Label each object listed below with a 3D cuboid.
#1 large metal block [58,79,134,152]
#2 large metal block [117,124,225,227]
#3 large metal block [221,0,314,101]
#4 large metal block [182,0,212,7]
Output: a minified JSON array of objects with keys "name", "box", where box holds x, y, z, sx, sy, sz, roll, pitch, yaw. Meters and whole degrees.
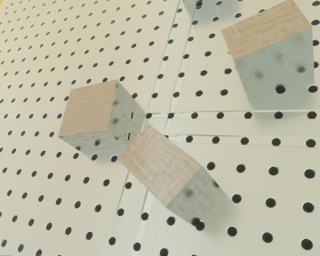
[{"name":"large metal block","box":[-0.090,-0.016,0.448,0.080,0.050,0.080,-8,58,23]},{"name":"large metal block","box":[0.013,0.052,0.333,0.050,0.080,0.080,-48,52,-5]},{"name":"large metal block","box":[0.126,-0.087,0.360,0.080,0.080,0.050,-22,54,15]},{"name":"large metal block","box":[0.074,-0.256,0.509,0.080,0.050,0.080,-5,60,25]}]
